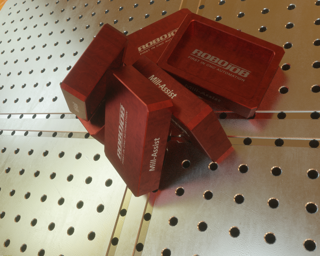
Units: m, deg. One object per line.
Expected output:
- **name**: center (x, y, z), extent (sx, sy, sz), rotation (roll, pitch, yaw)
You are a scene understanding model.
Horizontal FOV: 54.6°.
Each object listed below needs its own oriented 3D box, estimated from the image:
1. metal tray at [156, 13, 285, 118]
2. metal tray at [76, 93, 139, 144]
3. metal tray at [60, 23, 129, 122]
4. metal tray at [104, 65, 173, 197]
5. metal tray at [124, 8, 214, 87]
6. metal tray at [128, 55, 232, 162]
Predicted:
- **metal tray**: center (0.073, -0.080, 0.385), extent (0.130, 0.030, 0.090), rotation (27, 75, 14)
- **metal tray**: center (-0.066, -0.050, 0.471), extent (0.130, 0.030, 0.090), rotation (-43, 52, -2)
- **metal tray**: center (-0.081, -0.063, 0.393), extent (0.030, 0.130, 0.090), rotation (33, 76, -5)
- **metal tray**: center (-0.031, 0.005, 0.361), extent (0.030, 0.129, 0.090), rotation (-16, 43, -30)
- **metal tray**: center (0.007, -0.116, 0.450), extent (0.131, 0.030, 0.090), rotation (-29, 54, -8)
- **metal tray**: center (0.021, -0.024, 0.370), extent (0.030, 0.090, 0.130), rotation (-44, 51, -2)
